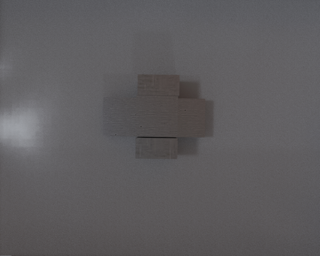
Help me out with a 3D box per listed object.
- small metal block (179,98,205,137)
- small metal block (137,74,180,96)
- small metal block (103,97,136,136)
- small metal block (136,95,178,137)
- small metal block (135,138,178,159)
[{"bbox_3d":[0.033,-0.013,0.410,0.050,0.025,0.050,1,90,-1],"label":"small metal block"},{"bbox_3d":[-0.002,-0.052,0.396,0.050,0.050,0.025,1,90,0],"label":"small metal block"},{"bbox_3d":[-0.047,-0.014,0.409,0.050,0.025,0.050,1,90,0],"label":"small metal block"},{"bbox_3d":[-0.004,-0.014,0.384,0.050,0.025,0.050,1,90,-1],"label":"small metal block"},{"bbox_3d":[-0.004,0.024,0.396,0.050,0.050,0.025,1,90,0],"label":"small metal block"}]
